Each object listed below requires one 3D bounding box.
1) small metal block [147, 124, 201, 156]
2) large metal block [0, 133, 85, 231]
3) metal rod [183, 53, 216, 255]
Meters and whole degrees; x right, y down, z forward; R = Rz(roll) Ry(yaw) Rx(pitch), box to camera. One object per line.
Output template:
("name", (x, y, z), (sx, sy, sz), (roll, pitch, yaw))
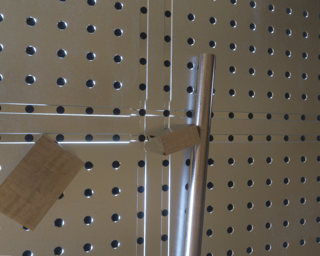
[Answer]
("small metal block", (0.018, 0.014, 0.407), (0.050, 0.050, 0.025), (-19, 97, -19))
("large metal block", (-0.131, 0.052, 0.335), (0.050, 0.080, 0.080), (40, 77, -16))
("metal rod", (0.055, 0.046, 0.434), (0.025, 0.025, 0.298), (5, 88, -20))
